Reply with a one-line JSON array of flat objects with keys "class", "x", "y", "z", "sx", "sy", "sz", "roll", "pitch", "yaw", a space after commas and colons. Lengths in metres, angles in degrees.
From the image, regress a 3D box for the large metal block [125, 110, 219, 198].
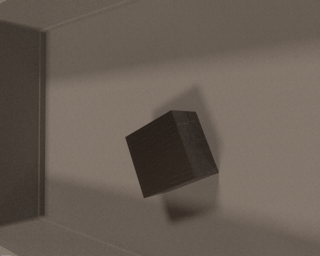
[{"class": "large metal block", "x": 0.013, "y": 0.032, "z": 0.378, "sx": 0.080, "sy": 0.050, "sz": 0.080, "roll": -29, "pitch": 72, "yaw": 36}]
